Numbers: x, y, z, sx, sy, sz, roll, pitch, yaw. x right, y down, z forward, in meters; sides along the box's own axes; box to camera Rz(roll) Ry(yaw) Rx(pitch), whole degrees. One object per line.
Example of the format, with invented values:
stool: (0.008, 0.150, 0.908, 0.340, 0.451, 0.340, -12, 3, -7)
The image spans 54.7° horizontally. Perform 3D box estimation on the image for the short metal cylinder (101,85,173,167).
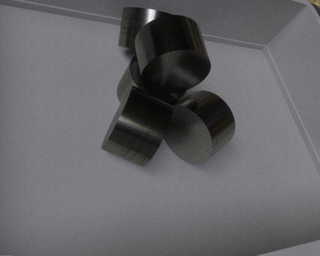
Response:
short metal cylinder: (-0.027, -0.002, 0.355, 0.050, 0.080, 0.080, 26, 53, -12)

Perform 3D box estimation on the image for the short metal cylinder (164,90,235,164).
short metal cylinder: (0.047, -0.002, 0.395, 0.050, 0.080, 0.080, -33, 80, -37)

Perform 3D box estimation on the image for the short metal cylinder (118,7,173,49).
short metal cylinder: (-0.015, -0.133, 0.433, 0.081, 0.080, 0.050, 4, 103, -26)

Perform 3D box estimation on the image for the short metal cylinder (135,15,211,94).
short metal cylinder: (0.014, -0.083, 0.362, 0.081, 0.080, 0.050, 3, 61, -27)

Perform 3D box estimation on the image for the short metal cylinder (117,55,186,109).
short metal cylinder: (-0.011, -0.056, 0.414, 0.081, 0.050, 0.080, 14, 56, -21)
